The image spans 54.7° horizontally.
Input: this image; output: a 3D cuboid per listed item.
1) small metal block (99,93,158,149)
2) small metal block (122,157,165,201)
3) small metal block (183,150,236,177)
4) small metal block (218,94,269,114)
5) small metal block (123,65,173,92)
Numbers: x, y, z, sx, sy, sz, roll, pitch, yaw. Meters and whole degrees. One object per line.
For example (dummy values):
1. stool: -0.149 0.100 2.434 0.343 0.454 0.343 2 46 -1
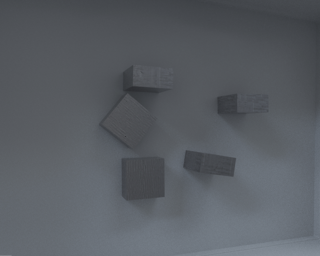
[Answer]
1. small metal block: -0.041 -0.008 0.395 0.050 0.025 0.050 41 77 -16
2. small metal block: -0.022 0.064 0.402 0.050 0.025 0.050 -1 90 -20
3. small metal block: 0.066 0.048 0.422 0.050 0.050 0.025 10 87 -20
4. small metal block: 0.117 -0.034 0.440 0.050 0.050 0.025 -1 91 -20
5. small metal block: -0.016 -0.061 0.391 0.050 0.050 0.025 1 90 -20
